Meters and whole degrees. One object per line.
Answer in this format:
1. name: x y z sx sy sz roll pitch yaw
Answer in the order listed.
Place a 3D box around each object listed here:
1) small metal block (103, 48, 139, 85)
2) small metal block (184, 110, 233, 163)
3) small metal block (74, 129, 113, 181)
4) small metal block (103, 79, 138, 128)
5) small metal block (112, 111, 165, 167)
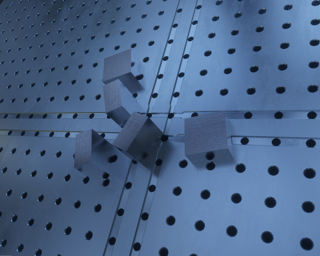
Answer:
1. small metal block: -0.062 -0.093 0.496 0.050 0.025 0.050 -15 56 19
2. small metal block: 0.058 0.011 0.370 0.050 0.025 0.050 -11 57 21
3. small metal block: -0.088 0.037 0.414 0.025 0.050 0.050 -19 55 17
4. small metal block: -0.054 -0.032 0.439 0.025 0.050 0.050 -23 54 14
5. small metal block: -0.026 0.015 0.395 0.025 0.050 0.050 22 73 36
